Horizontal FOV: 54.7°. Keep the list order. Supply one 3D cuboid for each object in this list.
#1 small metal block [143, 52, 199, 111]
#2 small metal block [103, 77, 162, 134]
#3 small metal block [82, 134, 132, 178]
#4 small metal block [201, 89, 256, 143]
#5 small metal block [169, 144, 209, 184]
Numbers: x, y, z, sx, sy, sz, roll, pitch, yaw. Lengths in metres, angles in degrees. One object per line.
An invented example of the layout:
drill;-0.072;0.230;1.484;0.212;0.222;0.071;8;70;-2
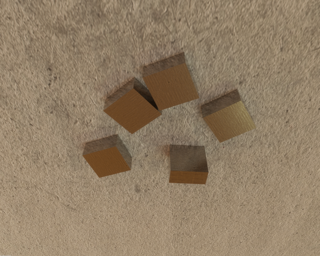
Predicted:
small metal block;0.013;-0.053;0.362;0.050;0.025;0.050;-17;128;14
small metal block;-0.033;-0.027;0.384;0.050;0.025;0.050;-33;123;25
small metal block;-0.074;0.041;0.441;0.050;0.025;0.050;-16;129;12
small metal block;0.087;-0.014;0.396;0.050;0.025;0.050;-25;126;20
small metal block;0.038;0.050;0.434;0.050;0.050;0.025;3;130;-3
